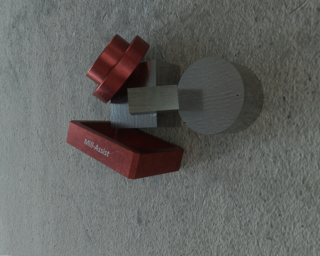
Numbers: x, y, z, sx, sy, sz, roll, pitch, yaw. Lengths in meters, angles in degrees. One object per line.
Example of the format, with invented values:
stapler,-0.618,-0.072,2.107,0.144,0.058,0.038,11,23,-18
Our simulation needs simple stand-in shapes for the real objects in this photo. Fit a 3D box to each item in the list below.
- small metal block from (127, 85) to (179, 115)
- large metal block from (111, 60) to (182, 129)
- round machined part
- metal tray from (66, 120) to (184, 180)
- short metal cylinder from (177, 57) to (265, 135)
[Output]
small metal block,-0.007,-0.029,0.337,0.050,0.050,0.025,-5,89,-2
large metal block,-0.019,-0.040,0.407,0.080,0.050,0.080,-2,89,40
round machined part,-0.060,-0.084,0.408,0.042,0.098,0.098,37,122,-15
metal tray,-0.046,0.022,0.402,0.130,0.091,0.030,22,104,38
short metal cylinder,0.065,-0.033,0.338,0.080,0.050,0.080,0,90,40
